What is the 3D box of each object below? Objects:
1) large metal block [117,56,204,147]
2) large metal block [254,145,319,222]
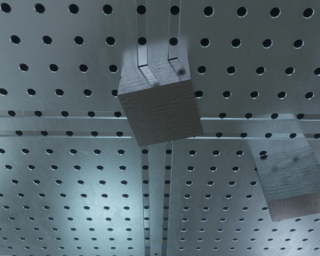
[{"bbox_3d":[0.003,-0.030,0.370,0.080,0.050,0.080,-11,129,9],"label":"large metal block"},{"bbox_3d":[0.188,0.079,0.444,0.080,0.080,0.050,-15,129,12],"label":"large metal block"}]
